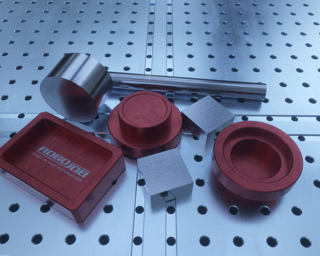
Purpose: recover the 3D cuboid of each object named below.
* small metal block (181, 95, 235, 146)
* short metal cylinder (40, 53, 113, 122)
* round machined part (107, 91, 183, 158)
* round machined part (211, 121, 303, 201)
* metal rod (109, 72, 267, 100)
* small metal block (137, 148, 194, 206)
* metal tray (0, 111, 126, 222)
[{"bbox_3d":[0.063,-0.011,0.418,0.050,0.025,0.050,-31,57,-24],"label":"small metal block"},{"bbox_3d":[-0.110,-0.053,0.415,0.080,0.080,0.050,14,51,11],"label":"short metal cylinder"},{"bbox_3d":[-0.019,-0.011,0.405,0.099,0.042,0.098,0,47,0],"label":"round machined part"},{"bbox_3d":[0.109,0.041,0.363,0.099,0.042,0.098,0,50,0],"label":"round machined part"},{"bbox_3d":[0.002,-0.066,0.462,0.302,0.025,0.025,5,50,4],"label":"metal rod"},{"bbox_3d":[0.005,0.056,0.361,0.050,0.025,0.050,-15,52,-12],"label":"small metal block"},{"bbox_3d":[-0.119,0.040,0.369,0.130,0.030,0.090,24,54,19],"label":"metal tray"}]
